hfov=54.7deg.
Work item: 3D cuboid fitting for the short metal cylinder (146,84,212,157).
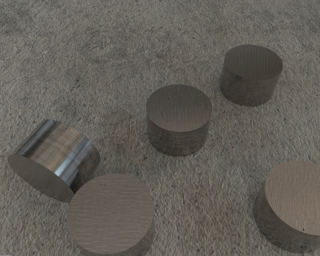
[{"bbox_3d":[0.023,-0.010,0.396,0.080,0.050,0.080,0,50,0],"label":"short metal cylinder"}]

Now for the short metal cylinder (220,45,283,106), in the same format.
[{"bbox_3d":[0.131,-0.077,0.453,0.080,0.050,0.080,0,50,0],"label":"short metal cylinder"}]

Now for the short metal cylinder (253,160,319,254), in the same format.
[{"bbox_3d":[0.143,0.081,0.320,0.080,0.050,0.080,0,50,0],"label":"short metal cylinder"}]

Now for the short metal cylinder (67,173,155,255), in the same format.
[{"bbox_3d":[-0.046,0.093,0.309,0.080,0.050,0.080,0,50,0],"label":"short metal cylinder"}]

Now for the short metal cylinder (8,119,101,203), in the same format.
[{"bbox_3d":[-0.113,0.037,0.336,0.080,0.080,0.050,19,53,15],"label":"short metal cylinder"}]
